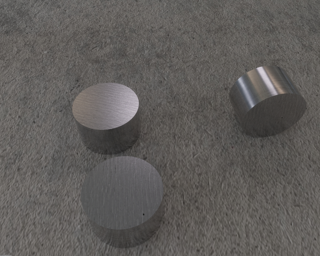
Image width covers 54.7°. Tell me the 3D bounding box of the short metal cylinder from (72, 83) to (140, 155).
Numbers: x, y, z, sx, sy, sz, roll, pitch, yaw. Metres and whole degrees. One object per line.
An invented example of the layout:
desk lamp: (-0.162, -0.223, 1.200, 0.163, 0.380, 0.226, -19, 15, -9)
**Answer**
short metal cylinder: (-0.066, -0.013, 0.397, 0.080, 0.050, 0.080, 0, 50, 0)

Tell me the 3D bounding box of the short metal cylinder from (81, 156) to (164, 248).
short metal cylinder: (-0.037, 0.076, 0.322, 0.080, 0.050, 0.080, 0, 50, 0)

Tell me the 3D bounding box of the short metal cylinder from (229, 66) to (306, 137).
short metal cylinder: (0.135, -0.032, 0.395, 0.081, 0.080, 0.050, -8, 51, -6)
